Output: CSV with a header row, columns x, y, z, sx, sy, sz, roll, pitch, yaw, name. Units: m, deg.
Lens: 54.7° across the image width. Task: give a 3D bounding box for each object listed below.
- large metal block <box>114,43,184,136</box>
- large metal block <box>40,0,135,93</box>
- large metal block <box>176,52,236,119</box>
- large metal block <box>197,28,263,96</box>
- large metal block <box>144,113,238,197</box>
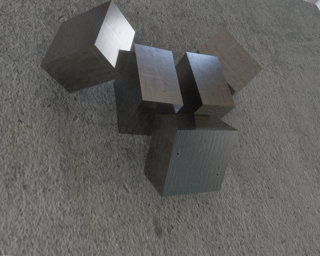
x,y,z,sx,sy,sz,roll,pitch,yaw,name
-0.019,-0.044,0.388,0.050,0.080,0.080,5,60,-26,large metal block
-0.084,-0.096,0.373,0.050,0.080,0.080,49,39,-43,large metal block
0.048,-0.044,0.425,0.050,0.080,0.080,1,62,-28,large metal block
0.101,-0.093,0.475,0.050,0.080,0.080,-41,84,-1,large metal block
0.034,0.029,0.364,0.081,0.079,0.050,1,22,-28,large metal block
